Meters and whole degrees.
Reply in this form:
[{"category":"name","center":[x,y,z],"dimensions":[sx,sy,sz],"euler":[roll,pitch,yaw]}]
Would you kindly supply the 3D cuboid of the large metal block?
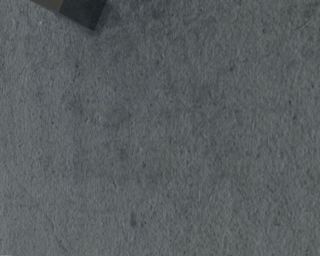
[{"category":"large metal block","center":[-0.134,-0.182,0.426],"dimensions":[0.080,0.080,0.050],"euler":[28,99,17]}]
